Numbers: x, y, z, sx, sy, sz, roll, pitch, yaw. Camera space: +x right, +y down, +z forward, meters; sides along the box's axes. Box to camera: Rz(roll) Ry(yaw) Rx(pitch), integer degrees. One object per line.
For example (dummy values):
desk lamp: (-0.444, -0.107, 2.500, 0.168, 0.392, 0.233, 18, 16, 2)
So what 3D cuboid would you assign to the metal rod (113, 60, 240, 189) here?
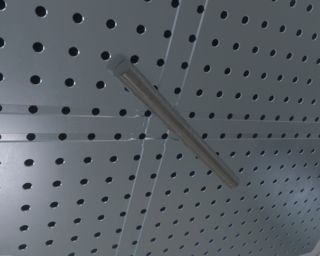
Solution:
metal rod: (0.042, 0.014, 0.441, 0.025, 0.025, 0.300, -44, 129, 3)
